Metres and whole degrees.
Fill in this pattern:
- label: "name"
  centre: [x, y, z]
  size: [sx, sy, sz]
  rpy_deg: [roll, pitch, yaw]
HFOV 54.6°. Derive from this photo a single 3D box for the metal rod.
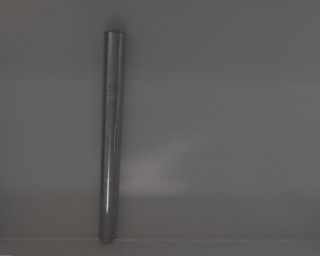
- label: "metal rod"
  centre: [-0.067, 0.025, 0.419]
  size: [0.025, 0.025, 0.298]
  rpy_deg: [5, 110, -2]
